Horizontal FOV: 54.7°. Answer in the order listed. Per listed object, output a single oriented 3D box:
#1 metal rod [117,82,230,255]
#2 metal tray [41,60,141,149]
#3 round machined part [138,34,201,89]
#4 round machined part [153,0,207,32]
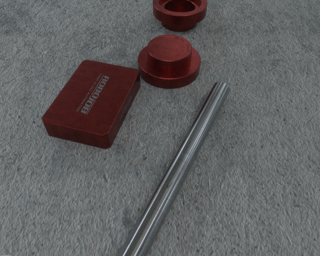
[{"bbox_3d":[0.023,0.045,0.365,0.025,0.025,0.301,21,53,16],"label":"metal rod"},{"bbox_3d":[-0.090,-0.038,0.431,0.090,0.030,0.130,13,51,10],"label":"metal tray"},{"bbox_3d":[0.014,-0.110,0.485,0.099,0.042,0.098,0,50,0],"label":"round machined part"},{"bbox_3d":[0.036,-0.215,0.573,0.099,0.042,0.098,0,50,0],"label":"round machined part"}]
